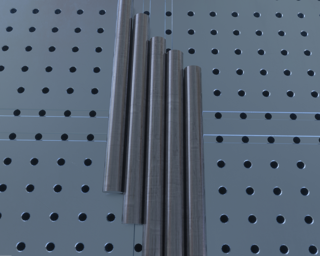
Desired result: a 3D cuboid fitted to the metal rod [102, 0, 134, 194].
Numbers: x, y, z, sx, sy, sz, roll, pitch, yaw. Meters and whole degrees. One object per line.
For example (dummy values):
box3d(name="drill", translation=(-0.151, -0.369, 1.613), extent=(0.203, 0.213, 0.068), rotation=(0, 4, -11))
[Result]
box3d(name="metal rod", translation=(-0.056, -0.061, 0.433), extent=(0.025, 0.025, 0.299), rotation=(1, 70, 0))

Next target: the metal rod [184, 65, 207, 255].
box3d(name="metal rod", translation=(0.044, 0.057, 0.390), extent=(0.025, 0.025, 0.299), rotation=(1, 70, 0))

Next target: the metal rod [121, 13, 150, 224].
box3d(name="metal rod", translation=(-0.030, -0.026, 0.420), extent=(0.025, 0.025, 0.299), rotation=(1, 70, 0))

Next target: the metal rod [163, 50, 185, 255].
box3d(name="metal rod", translation=(0.019, 0.033, 0.399), extent=(0.025, 0.025, 0.299), rotation=(1, 70, 0))

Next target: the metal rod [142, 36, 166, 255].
box3d(name="metal rod", translation=(-0.006, 0.012, 0.406), extent=(0.025, 0.025, 0.299), rotation=(1, 70, 0))
